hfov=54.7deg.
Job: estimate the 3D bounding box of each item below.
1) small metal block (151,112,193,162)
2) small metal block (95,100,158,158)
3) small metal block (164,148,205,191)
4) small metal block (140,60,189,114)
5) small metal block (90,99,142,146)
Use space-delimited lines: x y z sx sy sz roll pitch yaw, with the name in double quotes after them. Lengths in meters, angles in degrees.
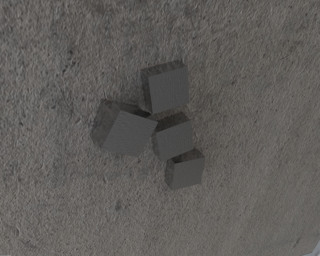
0.016 0.012 0.423 0.050 0.025 0.050 -20 126 -17 "small metal block"
-0.038 0.002 0.355 0.050 0.025 0.050 18 109 -35 "small metal block"
0.037 0.062 0.465 0.050 0.025 0.050 -9 123 -24 "small metal block"
0.007 -0.050 0.379 0.050 0.025 0.050 -19 126 -18 "small metal block"
-0.052 -0.004 0.376 0.050 0.025 0.050 9 114 -32 "small metal block"
